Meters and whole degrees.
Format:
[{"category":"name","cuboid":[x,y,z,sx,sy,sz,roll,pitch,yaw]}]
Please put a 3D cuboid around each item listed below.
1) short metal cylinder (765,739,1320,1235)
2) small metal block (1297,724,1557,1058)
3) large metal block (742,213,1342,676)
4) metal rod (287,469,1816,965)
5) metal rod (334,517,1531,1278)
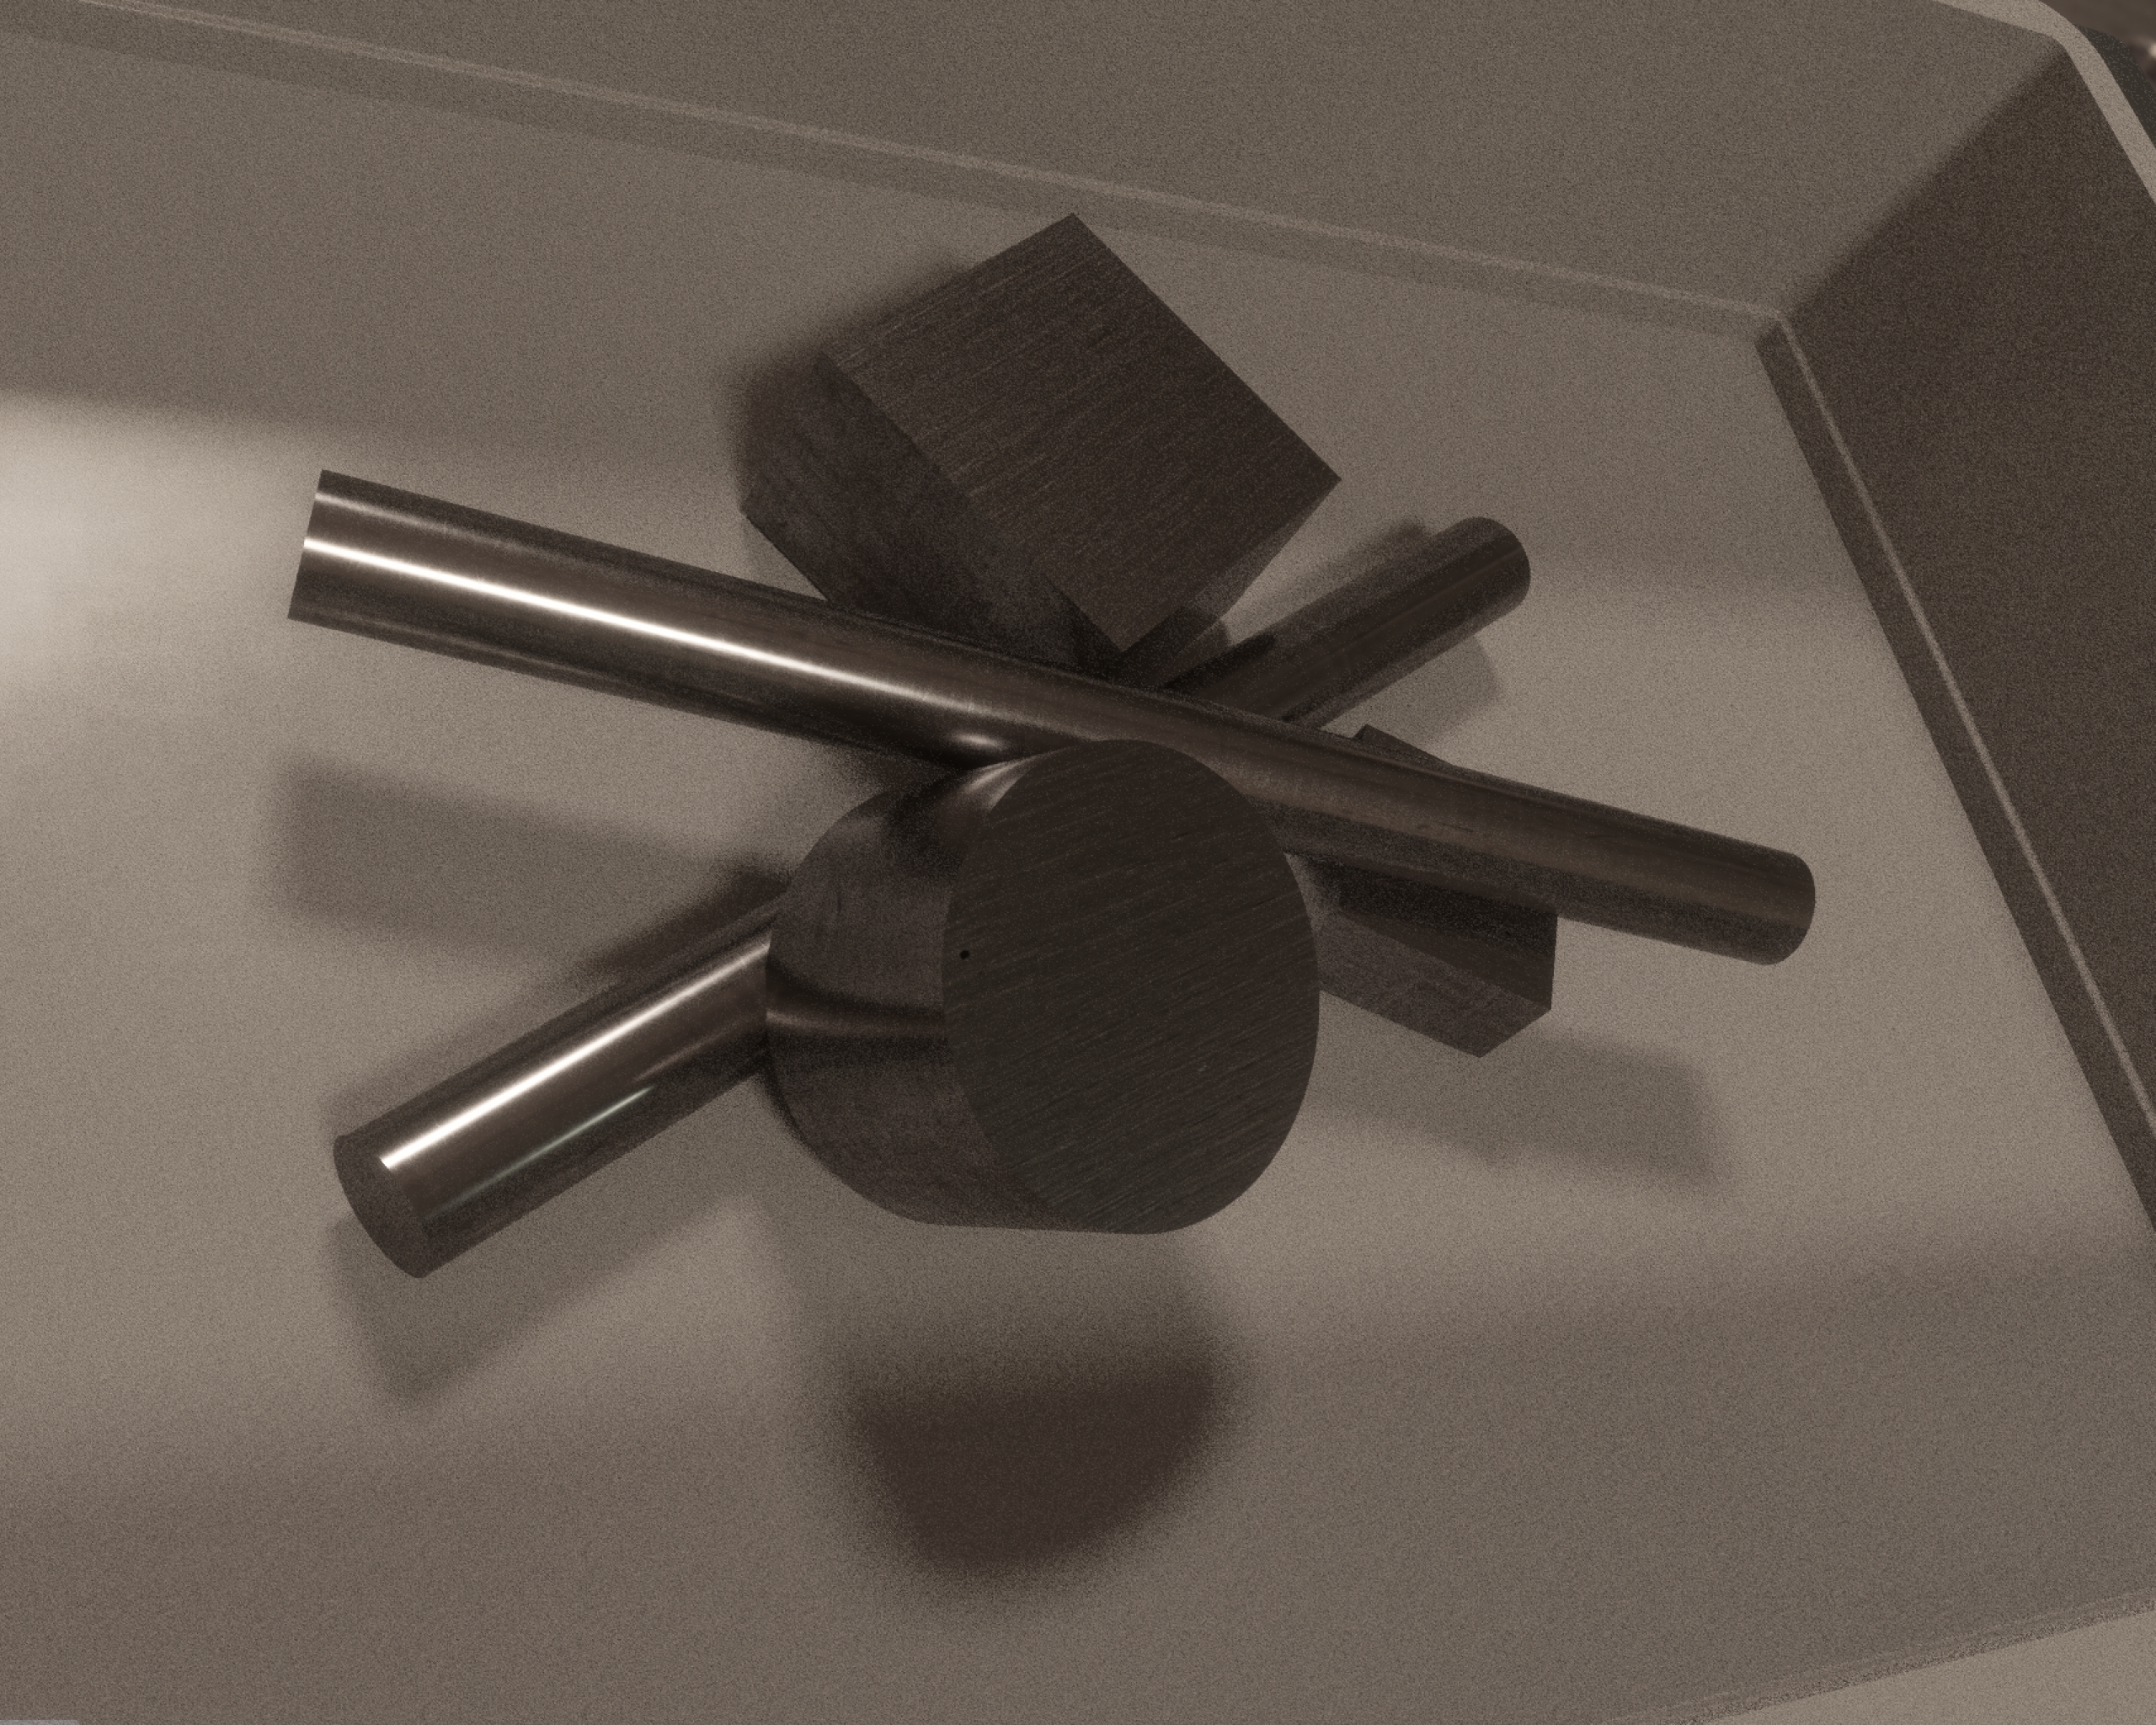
[{"category":"short metal cylinder","cuboid":[-0.005,0.022,0.355,0.081,0.050,0.080,7,79,-39]},{"category":"small metal block","cuboid":[0.073,0.006,0.439,0.050,0.025,0.050,24,53,-14]},{"category":"large metal block","cuboid":[-0.007,-0.076,0.431,0.080,0.050,0.080,46,51,3]},{"category":"metal rod","cuboid":[0.012,-0.021,0.392,0.302,0.025,0.025,13,57,-22]},{"category":"metal rod","cuboid":[-0.004,-0.010,0.408,0.302,0.025,0.025,-31,79,-38]}]
